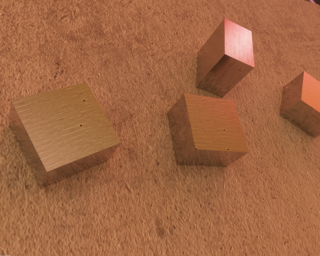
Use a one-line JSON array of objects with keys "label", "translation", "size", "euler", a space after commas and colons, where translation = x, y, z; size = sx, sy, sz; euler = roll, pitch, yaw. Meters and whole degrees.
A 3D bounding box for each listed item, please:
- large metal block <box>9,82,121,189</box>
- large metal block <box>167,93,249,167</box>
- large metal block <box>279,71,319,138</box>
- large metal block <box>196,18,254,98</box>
[{"label": "large metal block", "translation": [-0.102, 0.006, 0.329], "size": [0.081, 0.050, 0.080], "euler": [-22, 74, -36]}, {"label": "large metal block", "translation": [0.062, 0.005, 0.418], "size": [0.081, 0.050, 0.080], "euler": [5, 59, -26]}, {"label": "large metal block", "translation": [0.269, -0.042, 0.558], "size": [0.080, 0.050, 0.080], "euler": [32, 52, -8]}, {"label": "large metal block", "translation": [0.100, -0.108, 0.488], "size": [0.050, 0.080, 0.080], "euler": [20, 54, -17]}]
